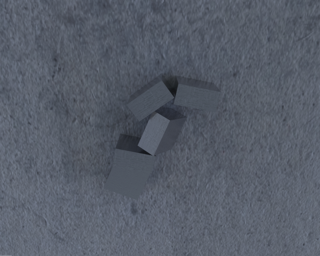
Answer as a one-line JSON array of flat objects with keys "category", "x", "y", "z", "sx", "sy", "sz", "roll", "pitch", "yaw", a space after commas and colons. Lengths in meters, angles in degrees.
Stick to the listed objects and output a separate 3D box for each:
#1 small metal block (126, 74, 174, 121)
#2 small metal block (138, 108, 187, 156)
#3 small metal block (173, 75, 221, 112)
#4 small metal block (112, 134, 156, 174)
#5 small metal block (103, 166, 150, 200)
[{"category": "small metal block", "x": -0.011, "y": -0.039, "z": 0.382, "sx": 0.050, "sy": 0.050, "sz": 0.025, "roll": -34, "pitch": 105, "yaw": 11}, {"category": "small metal block", "x": 0.004, "y": 0.004, "z": 0.395, "sx": 0.025, "sy": 0.050, "sz": 0.050, "roll": 32, "pitch": 110, "yaw": 21}, {"category": "small metal block", "x": 0.043, "y": -0.043, "z": 0.381, "sx": 0.050, "sy": 0.050, "sz": 0.025, "roll": 11, "pitch": 110, "yaw": -5}, {"category": "small metal block", "x": -0.033, "y": 0.033, "z": 0.408, "sx": 0.050, "sy": 0.050, "sz": 0.025, "roll": 11, "pitch": 110, "yaw": -5}, {"category": "small metal block", "x": -0.045, "y": 0.066, "z": 0.434, "sx": 0.050, "sy": 0.025, "sz": 0.050, "roll": 22, "pitch": 108, "yaw": -9}]
